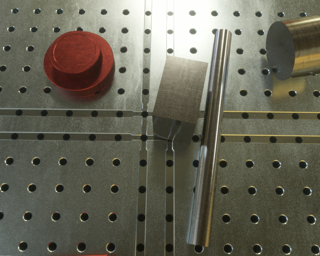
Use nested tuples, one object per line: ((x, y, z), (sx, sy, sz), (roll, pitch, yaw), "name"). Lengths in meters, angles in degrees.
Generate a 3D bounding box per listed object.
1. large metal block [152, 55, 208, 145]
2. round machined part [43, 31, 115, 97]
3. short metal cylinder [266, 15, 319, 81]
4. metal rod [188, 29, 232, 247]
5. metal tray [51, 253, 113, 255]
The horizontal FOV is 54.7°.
((0.025, -0.033, 0.395), (0.050, 0.080, 0.080), (12, 71, 4), "large metal block")
((-0.115, -0.097, 0.437), (0.099, 0.042, 0.098), (0, 70, 0), "round machined part")
((0.187, -0.109, 0.424), (0.050, 0.080, 0.080), (-11, 71, -4), "short metal cylinder")
((0.070, -0.002, 0.412), (0.025, 0.025, 0.299), (9, 70, 3), "metal rod")
((-0.096, 0.207, 0.332), (0.091, 0.030, 0.130), (-2, 70, -1), "metal tray")
